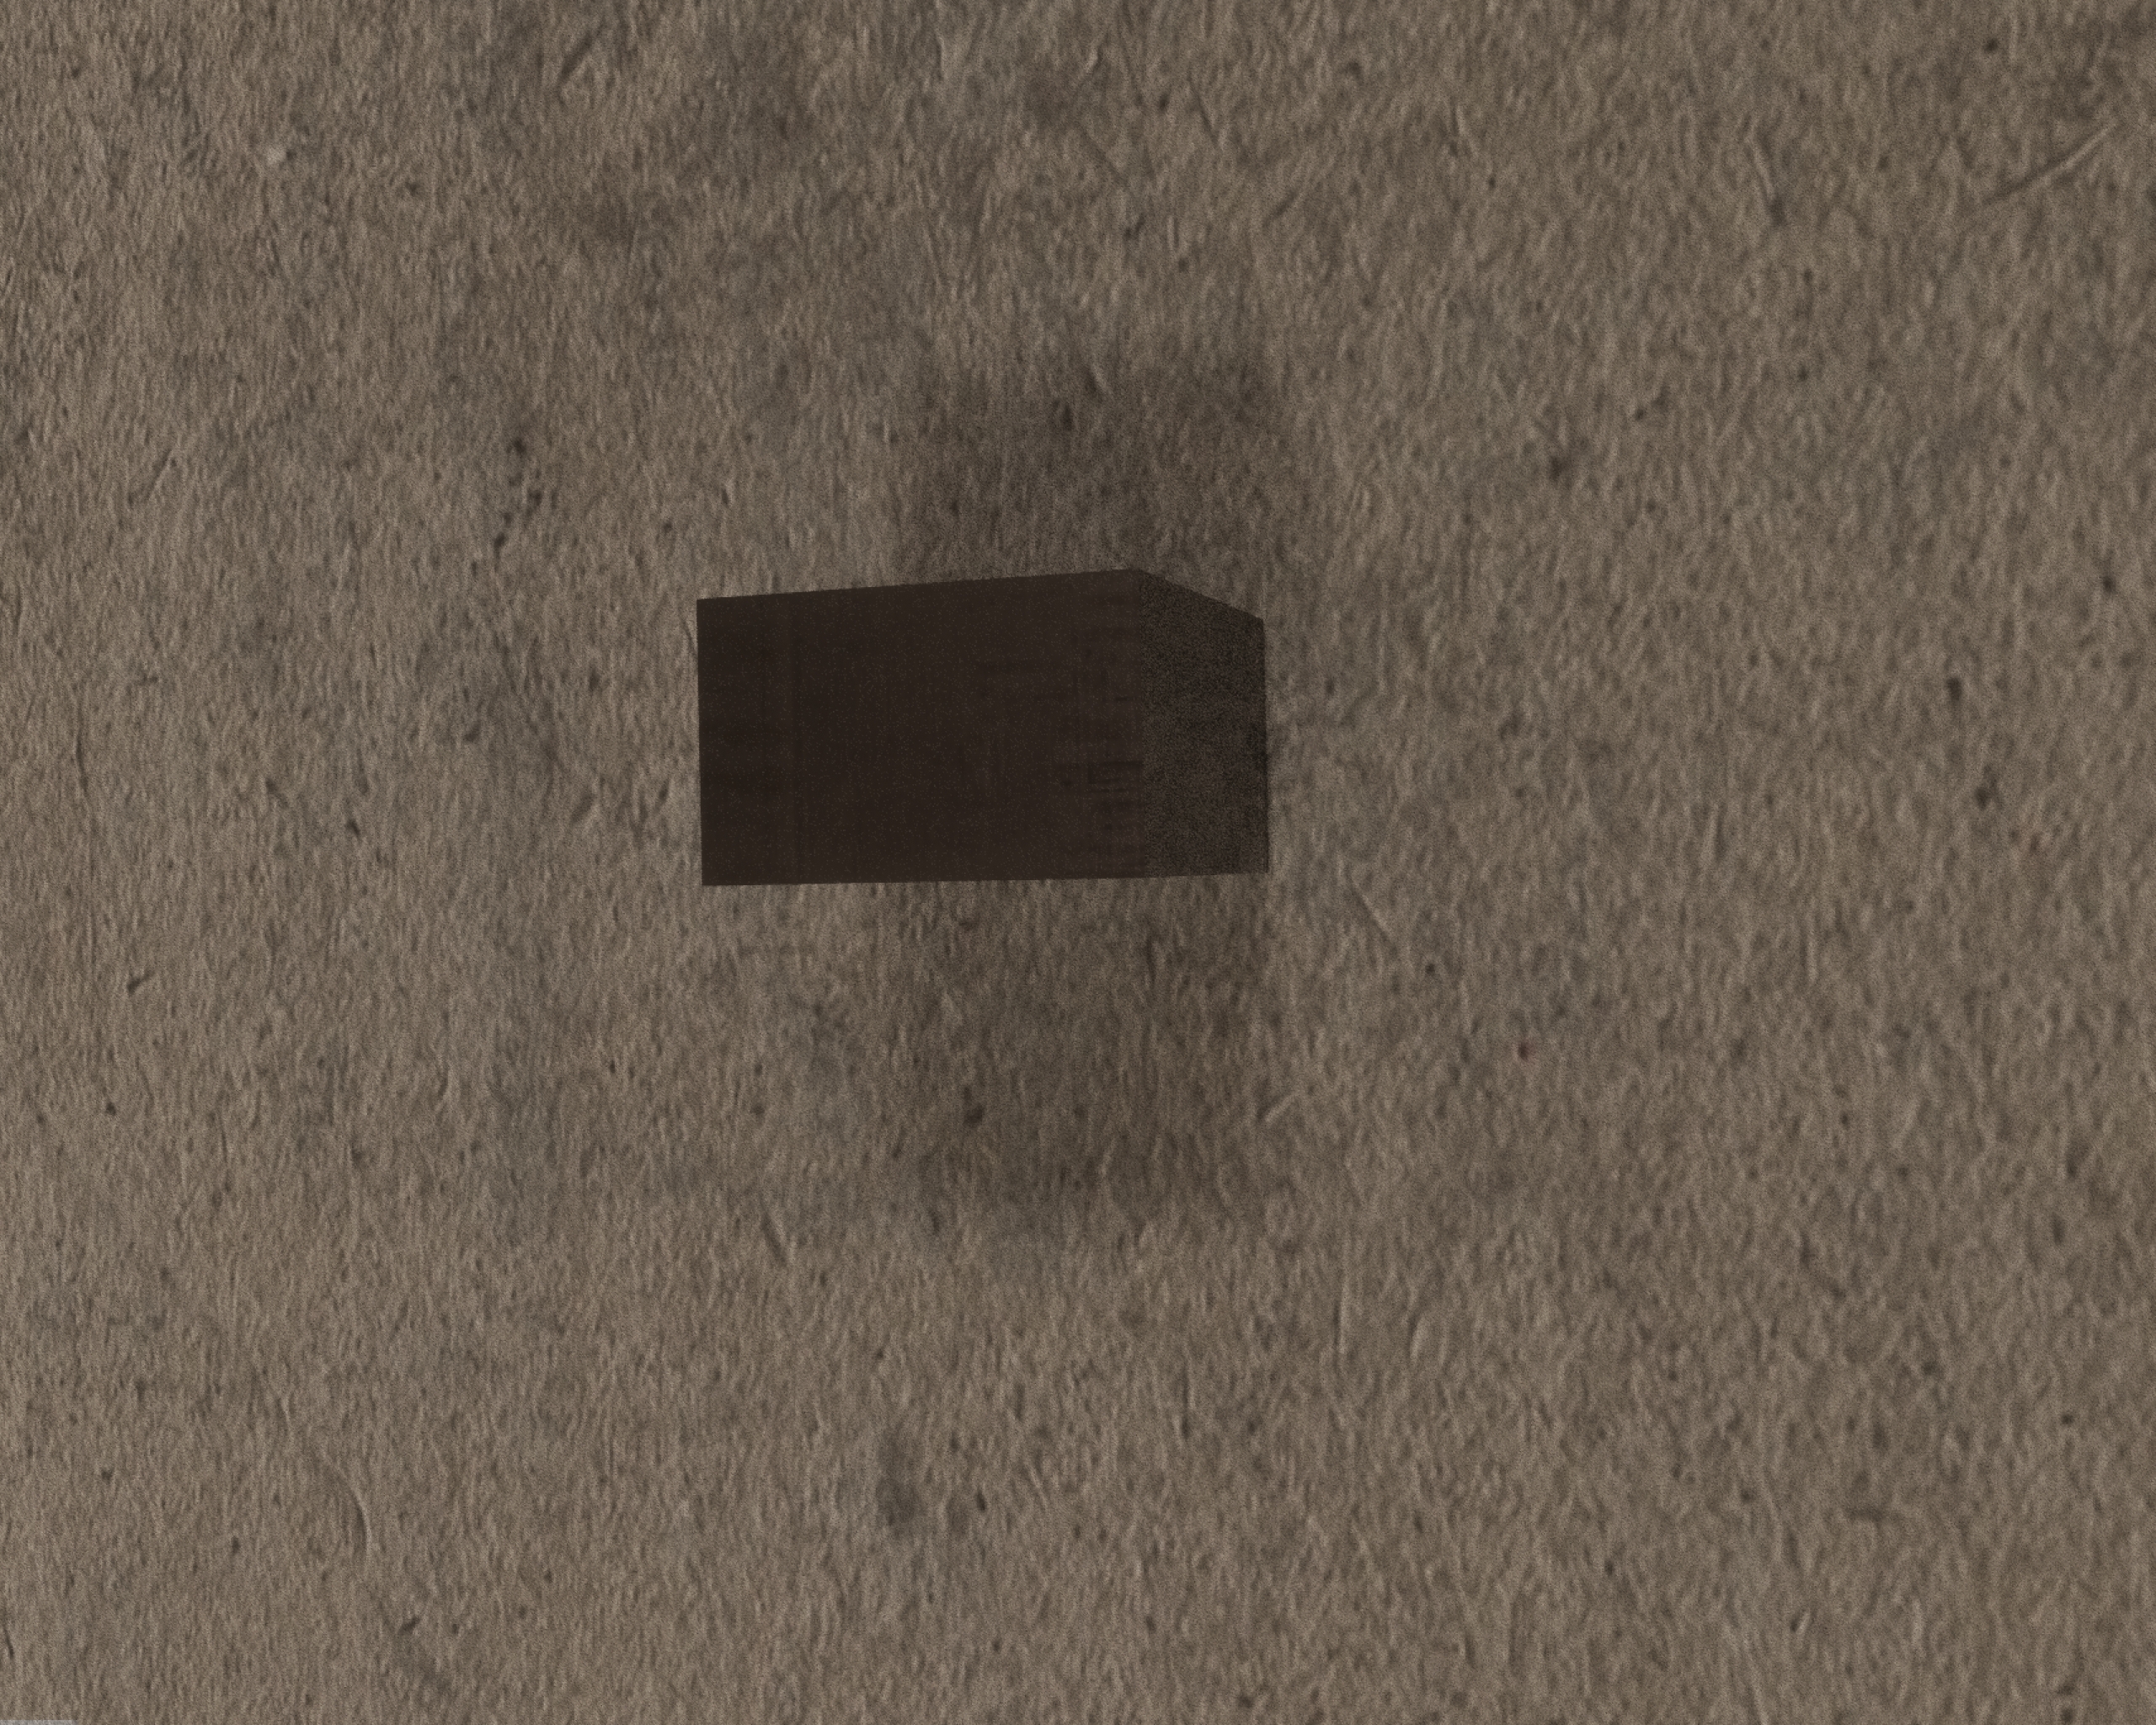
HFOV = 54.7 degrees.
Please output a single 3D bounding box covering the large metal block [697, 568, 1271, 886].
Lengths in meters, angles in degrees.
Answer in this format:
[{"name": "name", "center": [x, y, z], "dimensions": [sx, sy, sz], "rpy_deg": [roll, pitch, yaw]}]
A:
[{"name": "large metal block", "center": [-0.014, -0.022, 0.385], "dimensions": [0.080, 0.080, 0.050], "rpy_deg": [-1, 90, 19]}]
